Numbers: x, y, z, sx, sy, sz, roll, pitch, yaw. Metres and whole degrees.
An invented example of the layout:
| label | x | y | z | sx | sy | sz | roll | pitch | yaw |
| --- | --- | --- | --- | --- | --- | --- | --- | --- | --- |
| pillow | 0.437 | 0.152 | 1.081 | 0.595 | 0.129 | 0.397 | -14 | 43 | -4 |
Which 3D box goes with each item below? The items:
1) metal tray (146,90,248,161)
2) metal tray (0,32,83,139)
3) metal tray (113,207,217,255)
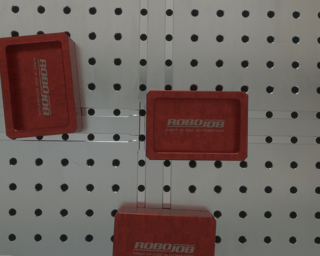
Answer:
| label | x | y | z | sx | sy | sz | roll | pitch | yaw |
| --- | --- | --- | --- | --- | --- | --- | --- | --- | --- |
| metal tray | 0.048 | -0.003 | 0.411 | 0.131 | 0.030 | 0.089 | 1 | 90 | -1 |
| metal tray | -0.157 | -0.054 | 0.408 | 0.091 | 0.030 | 0.129 | -6 | 90 | -1 |
| metal tray | 0.005 | 0.156 | 0.411 | 0.131 | 0.030 | 0.089 | 3 | 90 | -1 |
